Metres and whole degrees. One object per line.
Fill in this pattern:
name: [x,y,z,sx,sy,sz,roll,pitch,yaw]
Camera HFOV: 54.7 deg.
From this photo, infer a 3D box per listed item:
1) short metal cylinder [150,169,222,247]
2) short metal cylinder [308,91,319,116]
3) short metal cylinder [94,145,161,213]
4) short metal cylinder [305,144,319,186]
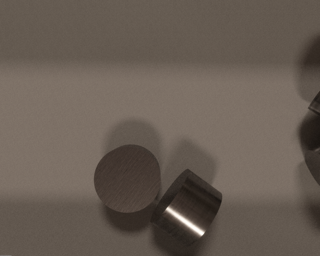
short metal cylinder: [0.032,0.098,0.385,0.050,0.080,0.080,37,90,-1]
short metal cylinder: [0.230,-0.043,0.381,0.050,0.080,0.080,39,90,21]
short metal cylinder: [-0.040,0.062,0.398,0.081,0.050,0.079,0,90,-1]
short metal cylinder: [0.230,0.050,0.387,0.050,0.080,0.080,-30,90,0]
